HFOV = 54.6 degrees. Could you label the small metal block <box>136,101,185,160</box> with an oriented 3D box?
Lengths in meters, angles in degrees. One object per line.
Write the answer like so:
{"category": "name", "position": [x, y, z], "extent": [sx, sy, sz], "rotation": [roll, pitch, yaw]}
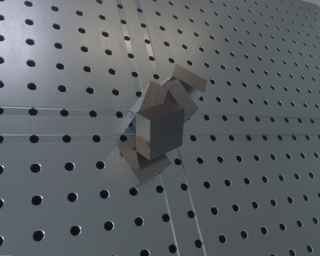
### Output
{"category": "small metal block", "position": [0.000, 0.002, 0.355], "extent": [0.050, 0.050, 0.025], "rotation": [-21, 36, -36]}

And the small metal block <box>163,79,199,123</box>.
{"category": "small metal block", "position": [0.017, -0.029, 0.419], "extent": [0.025, 0.050, 0.050], "rotation": [-24, 75, -36]}

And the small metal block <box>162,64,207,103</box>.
{"category": "small metal block", "position": [0.031, -0.056, 0.443], "extent": [0.050, 0.050, 0.025], "rotation": [26, 53, -12]}

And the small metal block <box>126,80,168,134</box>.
{"category": "small metal block", "position": [-0.017, -0.024, 0.397], "extent": [0.025, 0.050, 0.050], "rotation": [26, 53, -12]}

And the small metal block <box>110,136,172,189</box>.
{"category": "small metal block", "position": [-0.023, 0.037, 0.373], "extent": [0.050, 0.025, 0.050], "rotation": [-25, 76, -37]}
